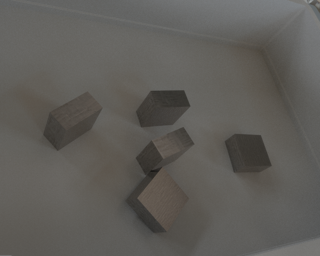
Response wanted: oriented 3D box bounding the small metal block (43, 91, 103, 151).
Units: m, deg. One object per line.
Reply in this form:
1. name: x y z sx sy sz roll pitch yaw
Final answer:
1. small metal block: -0.097 -0.007 0.343 0.025 0.050 0.050 47 51 4

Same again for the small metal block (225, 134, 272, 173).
1. small metal block: 0.129 0.037 0.455 0.050 0.025 0.050 3 60 -27

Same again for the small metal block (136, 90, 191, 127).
1. small metal block: 0.003 -0.025 0.408 0.050 0.050 0.025 -5 65 -31

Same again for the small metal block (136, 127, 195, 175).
1. small metal block: 0.006 0.028 0.377 0.050 0.050 0.025 -21 73 -36

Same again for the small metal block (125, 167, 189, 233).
1. small metal block: -0.002 0.081 0.350 0.050 0.025 0.050 51 50 -10
